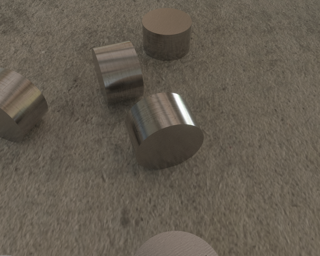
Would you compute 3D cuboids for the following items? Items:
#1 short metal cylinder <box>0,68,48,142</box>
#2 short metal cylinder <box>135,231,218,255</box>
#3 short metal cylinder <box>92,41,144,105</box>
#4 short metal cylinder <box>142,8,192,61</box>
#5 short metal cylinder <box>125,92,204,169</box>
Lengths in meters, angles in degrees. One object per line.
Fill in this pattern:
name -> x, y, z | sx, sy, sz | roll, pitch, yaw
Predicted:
short metal cylinder -> -0.191, -0.028, 0.388 | 0.080, 0.080, 0.050 | 18, 52, 14
short metal cylinder -> 0.014, 0.139, 0.271 | 0.081, 0.050, 0.080 | 0, 50, 0
short metal cylinder -> -0.059, -0.077, 0.431 | 0.050, 0.080, 0.080 | -16, 52, -13
short metal cylinder -> 0.011, -0.158, 0.520 | 0.081, 0.050, 0.080 | 0, 50, 0
short metal cylinder -> 0.004, 0.005, 0.364 | 0.081, 0.080, 0.050 | -13, 52, -11
